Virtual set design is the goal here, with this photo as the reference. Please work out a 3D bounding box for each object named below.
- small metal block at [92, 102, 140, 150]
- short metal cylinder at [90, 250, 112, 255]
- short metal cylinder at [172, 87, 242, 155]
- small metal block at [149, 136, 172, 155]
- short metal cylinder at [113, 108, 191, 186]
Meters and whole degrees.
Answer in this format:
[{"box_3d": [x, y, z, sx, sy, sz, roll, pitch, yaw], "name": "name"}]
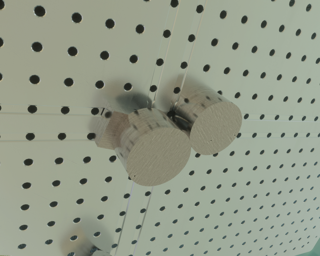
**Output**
[{"box_3d": [-0.049, 0.001, 0.385, 0.050, 0.025, 0.050, 15, 111, -35], "name": "small metal block"}, {"box_3d": [-0.091, 0.237, 0.472, 0.050, 0.080, 0.080, -45, 129, 3], "name": "short metal cylinder"}, {"box_3d": [0.064, -0.010, 0.424, 0.081, 0.050, 0.079, -14, 124, -21], "name": "short metal cylinder"}, {"box_3d": [0.006, 0.026, 0.431, 0.050, 0.025, 0.050, -26, 128, -12], "name": "small metal block"}, {"box_3d": [-0.010, 0.022, 0.371, 0.081, 0.050, 0.079, -14, 124, -21], "name": "short metal cylinder"}]
